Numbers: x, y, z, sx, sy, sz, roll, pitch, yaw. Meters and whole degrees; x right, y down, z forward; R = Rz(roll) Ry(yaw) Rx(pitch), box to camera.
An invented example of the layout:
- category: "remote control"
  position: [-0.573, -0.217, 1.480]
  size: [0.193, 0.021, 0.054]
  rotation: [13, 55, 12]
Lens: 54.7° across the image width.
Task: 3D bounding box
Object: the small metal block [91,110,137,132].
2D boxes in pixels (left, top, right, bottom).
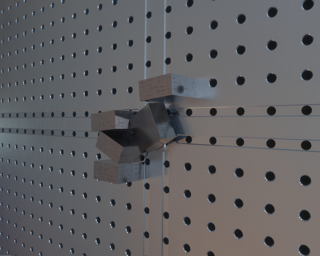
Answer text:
- category: "small metal block"
  position: [-0.062, -0.009, 0.442]
  size: [0.050, 0.050, 0.025]
  rotation: [-6, 86, 39]

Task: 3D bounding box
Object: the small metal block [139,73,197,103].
- category: "small metal block"
  position: [0.010, -0.048, 0.383]
  size: [0.050, 0.050, 0.025]
  rotation: [-6, 86, 39]

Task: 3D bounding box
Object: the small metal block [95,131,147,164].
- category: "small metal block"
  position: [-0.053, 0.025, 0.434]
  size: [0.050, 0.050, 0.025]
  rotation: [31, 109, 35]

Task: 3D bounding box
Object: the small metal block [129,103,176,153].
- category: "small metal block"
  position: [-0.011, 0.000, 0.410]
  size: [0.050, 0.025, 0.050]
  rotation: [-36, 68, 47]

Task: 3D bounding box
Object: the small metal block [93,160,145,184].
- category: "small metal block"
  position: [-0.058, 0.060, 0.438]
  size: [0.050, 0.050, 0.025]
  rotation: [4, 93, 39]
